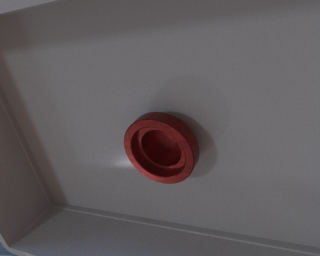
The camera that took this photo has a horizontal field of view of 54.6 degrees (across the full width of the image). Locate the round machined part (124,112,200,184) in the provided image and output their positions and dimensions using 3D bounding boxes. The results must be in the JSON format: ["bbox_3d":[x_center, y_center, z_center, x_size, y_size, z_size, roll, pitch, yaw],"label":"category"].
[{"bbox_3d":[0.006,0.022,0.409,0.098,0.042,0.097,13,124,21],"label":"round machined part"}]
